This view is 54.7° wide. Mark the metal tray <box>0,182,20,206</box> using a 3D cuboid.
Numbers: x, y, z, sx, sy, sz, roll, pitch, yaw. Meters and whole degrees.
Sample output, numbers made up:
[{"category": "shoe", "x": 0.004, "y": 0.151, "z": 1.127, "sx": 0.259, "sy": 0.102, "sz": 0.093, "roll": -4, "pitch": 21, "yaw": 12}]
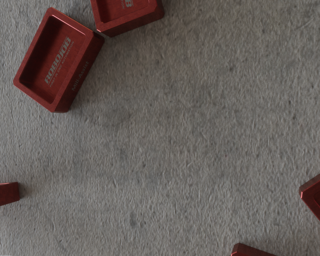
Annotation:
[{"category": "metal tray", "x": -0.300, "y": 0.110, "z": 0.477, "sx": 0.130, "sy": 0.090, "sz": 0.030, "roll": -8, "pitch": 88, "yaw": 19}]

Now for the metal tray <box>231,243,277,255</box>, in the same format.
[{"category": "metal tray", "x": 0.117, "y": 0.215, "z": 0.364, "sx": 0.090, "sy": 0.030, "sz": 0.129, "roll": 14, "pitch": 95, "yaw": 19}]

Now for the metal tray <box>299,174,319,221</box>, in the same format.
[{"category": "metal tray", "x": 0.227, "y": 0.095, "z": 0.326, "sx": 0.090, "sy": 0.030, "sz": 0.130, "roll": -40, "pitch": 78, "yaw": 15}]

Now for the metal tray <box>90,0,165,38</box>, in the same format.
[{"category": "metal tray", "x": -0.053, "y": -0.202, "z": 0.423, "sx": 0.090, "sy": 0.030, "sz": 0.129, "roll": -15, "pitch": 85, "yaw": 19}]

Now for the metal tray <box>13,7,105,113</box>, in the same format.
[{"category": "metal tray", "x": -0.151, "y": -0.098, "z": 0.457, "sx": 0.090, "sy": 0.030, "sz": 0.129, "roll": 34, "pitch": 100, "yaw": 16}]
